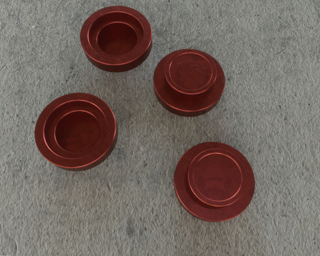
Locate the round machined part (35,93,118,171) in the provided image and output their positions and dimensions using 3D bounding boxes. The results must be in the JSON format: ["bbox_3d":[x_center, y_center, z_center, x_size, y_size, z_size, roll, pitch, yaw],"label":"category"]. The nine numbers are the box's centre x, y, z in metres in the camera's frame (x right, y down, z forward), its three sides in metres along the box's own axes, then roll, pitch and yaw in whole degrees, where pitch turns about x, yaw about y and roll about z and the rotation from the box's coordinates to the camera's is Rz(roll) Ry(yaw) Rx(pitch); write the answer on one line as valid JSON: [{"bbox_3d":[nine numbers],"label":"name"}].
[{"bbox_3d":[-0.103,0.007,0.396,0.099,0.042,0.098,0,70,0],"label":"round machined part"}]

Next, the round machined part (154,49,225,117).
[{"bbox_3d":[0.040,-0.068,0.424,0.099,0.042,0.098,0,70,0],"label":"round machined part"}]

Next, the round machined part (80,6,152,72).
[{"bbox_3d":[-0.060,-0.122,0.443,0.099,0.042,0.098,0,70,0],"label":"round machined part"}]

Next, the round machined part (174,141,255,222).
[{"bbox_3d":[0.066,0.063,0.376,0.099,0.042,0.098,0,70,0],"label":"round machined part"}]
